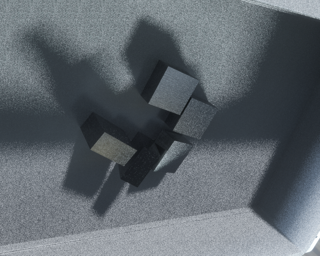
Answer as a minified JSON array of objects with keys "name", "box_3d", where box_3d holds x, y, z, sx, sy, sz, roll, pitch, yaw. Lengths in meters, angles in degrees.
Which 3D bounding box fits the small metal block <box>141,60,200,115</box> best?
[{"name":"small metal block","box_3d":[0.012,-0.050,0.384,0.050,0.025,0.050,18,109,-35]}]

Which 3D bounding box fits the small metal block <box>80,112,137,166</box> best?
[{"name":"small metal block","box_3d":[-0.061,0.013,0.367,0.050,0.050,0.025,34,99,-39]}]

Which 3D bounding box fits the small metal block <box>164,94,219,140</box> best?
[{"name":"small metal block","box_3d":[0.043,-0.017,0.421,0.050,0.025,0.050,18,109,-35]}]

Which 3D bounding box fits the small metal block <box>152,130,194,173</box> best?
[{"name":"small metal block","box_3d":[0.012,0.034,0.427,0.050,0.025,0.050,17,111,-53]}]

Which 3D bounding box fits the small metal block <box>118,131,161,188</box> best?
[{"name":"small metal block","box_3d":[-0.028,0.039,0.398,0.025,0.050,0.050,32,101,-21]}]
